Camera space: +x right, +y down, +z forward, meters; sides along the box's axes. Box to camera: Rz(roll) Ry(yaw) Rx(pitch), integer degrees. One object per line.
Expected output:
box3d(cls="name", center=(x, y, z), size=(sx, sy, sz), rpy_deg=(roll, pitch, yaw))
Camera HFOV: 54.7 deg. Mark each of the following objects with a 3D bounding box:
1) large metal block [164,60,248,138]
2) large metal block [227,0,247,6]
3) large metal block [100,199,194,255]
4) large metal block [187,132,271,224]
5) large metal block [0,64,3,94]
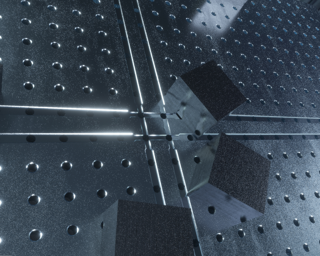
box3d(cls="large metal block", center=(0.068, -0.044, 0.458), size=(0.081, 0.050, 0.080), rpy_deg=(-32, 80, -38))
box3d(cls="large metal block", center=(0.164, -0.320, 0.660), size=(0.081, 0.080, 0.050), rpy_deg=(11, 57, -23))
box3d(cls="large metal block", center=(-0.014, 0.123, 0.311), size=(0.081, 0.050, 0.080), rpy_deg=(13, 56, -22))
box3d(cls="large metal block", center=(0.091, 0.065, 0.404), size=(0.080, 0.050, 0.080), rpy_deg=(31, 52, -9))
box3d(cls="large metal block", center=(-0.213, -0.035, 0.299), size=(0.080, 0.050, 0.080), rpy_deg=(23, 53, -15))
